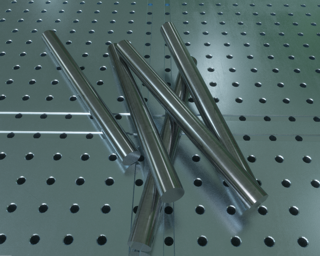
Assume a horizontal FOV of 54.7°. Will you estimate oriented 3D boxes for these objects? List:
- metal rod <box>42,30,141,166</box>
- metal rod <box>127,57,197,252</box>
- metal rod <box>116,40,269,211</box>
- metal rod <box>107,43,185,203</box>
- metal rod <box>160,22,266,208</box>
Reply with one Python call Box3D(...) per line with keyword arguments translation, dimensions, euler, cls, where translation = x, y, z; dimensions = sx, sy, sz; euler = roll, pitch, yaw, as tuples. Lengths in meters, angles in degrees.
Box3D(translation=(-0.114, -0.061, 0.457), dimensions=(0.025, 0.025, 0.300), euler=(-25, 55, -20), cls="metal rod")
Box3D(translation=(0.013, 0.006, 0.402), dimensions=(0.025, 0.025, 0.300), euler=(10, 51, 8), cls="metal rod")
Box3D(translation=(0.022, -0.024, 0.394), dimensions=(0.025, 0.025, 0.300), euler=(-25, 56, -20), cls="metal rod")
Box3D(translation=(-0.031, -0.031, 0.413), dimensions=(0.025, 0.025, 0.300), euler=(-13, 45, -11), cls="metal rod")
Box3D(translation=(0.059, -0.038, 0.415), dimensions=(0.025, 0.025, 0.299), euler=(-14, 59, -12), cls="metal rod")
